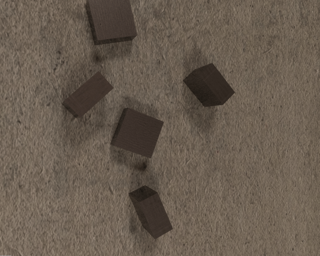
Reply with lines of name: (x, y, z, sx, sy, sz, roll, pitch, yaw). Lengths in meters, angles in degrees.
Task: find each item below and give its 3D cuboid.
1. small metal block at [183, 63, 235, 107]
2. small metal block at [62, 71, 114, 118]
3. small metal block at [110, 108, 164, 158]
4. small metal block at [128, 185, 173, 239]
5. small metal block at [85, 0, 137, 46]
small metal block: (0.066, -0.057, 0.421, 0.025, 0.050, 0.050, -45, 105, -15)
small metal block: (-0.086, -0.038, 0.364, 0.050, 0.050, 0.025, -45, 105, -15)
small metal block: (-0.030, 0.007, 0.399, 0.050, 0.025, 0.050, 22, 83, -19)
small metal block: (-0.013, 0.105, 0.392, 0.025, 0.050, 0.050, -25, 99, -19)
small metal block: (-0.061, -0.134, 0.387, 0.050, 0.025, 0.050, -14, 95, -20)
